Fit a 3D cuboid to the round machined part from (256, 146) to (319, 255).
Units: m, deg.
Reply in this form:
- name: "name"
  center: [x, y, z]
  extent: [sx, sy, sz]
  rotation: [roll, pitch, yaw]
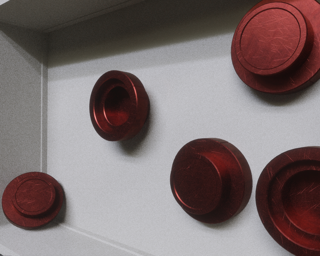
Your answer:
- name: "round machined part"
  center: [0.142, 0.065, 0.279]
  extent: [0.098, 0.042, 0.097]
  rotation: [0, 90, 40]

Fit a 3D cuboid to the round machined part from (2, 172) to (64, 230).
- name: "round machined part"
  center: [-0.218, 0.121, 0.535]
  extent: [0.098, 0.099, 0.042]
  rotation: [66, 149, 18]

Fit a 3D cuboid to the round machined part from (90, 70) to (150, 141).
- name: "round machined part"
  center: [-0.053, -0.030, 0.440]
  extent: [0.098, 0.042, 0.097]
  rotation: [0, 90, 40]

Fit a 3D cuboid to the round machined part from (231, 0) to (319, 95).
- name: "round machined part"
  center: [0.114, -0.082, 0.302]
  extent: [0.098, 0.042, 0.097]
  rotation: [0, 90, 40]

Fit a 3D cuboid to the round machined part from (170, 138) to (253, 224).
- name: "round machined part"
  center: [0.051, 0.060, 0.354]
  extent: [0.098, 0.042, 0.097]
  rotation: [0, 90, 40]
